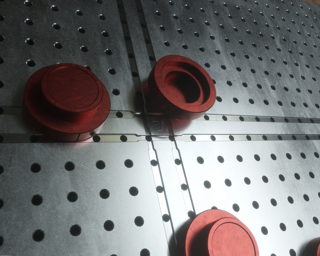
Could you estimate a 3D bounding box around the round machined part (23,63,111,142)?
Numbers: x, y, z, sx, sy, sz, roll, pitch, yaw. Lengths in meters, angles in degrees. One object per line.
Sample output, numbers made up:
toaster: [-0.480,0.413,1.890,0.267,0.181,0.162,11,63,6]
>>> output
round machined part: [-0.105,-0.037,0.363,0.099,0.042,0.098,13,56,-21]

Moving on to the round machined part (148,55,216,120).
round machined part: [0.028,-0.053,0.444,0.099,0.042,0.098,13,56,-21]

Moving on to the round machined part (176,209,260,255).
round machined part: [0.072,0.140,0.350,0.099,0.042,0.098,13,56,-21]

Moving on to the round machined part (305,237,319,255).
round machined part: [0.246,0.192,0.412,0.099,0.042,0.098,13,56,-21]
